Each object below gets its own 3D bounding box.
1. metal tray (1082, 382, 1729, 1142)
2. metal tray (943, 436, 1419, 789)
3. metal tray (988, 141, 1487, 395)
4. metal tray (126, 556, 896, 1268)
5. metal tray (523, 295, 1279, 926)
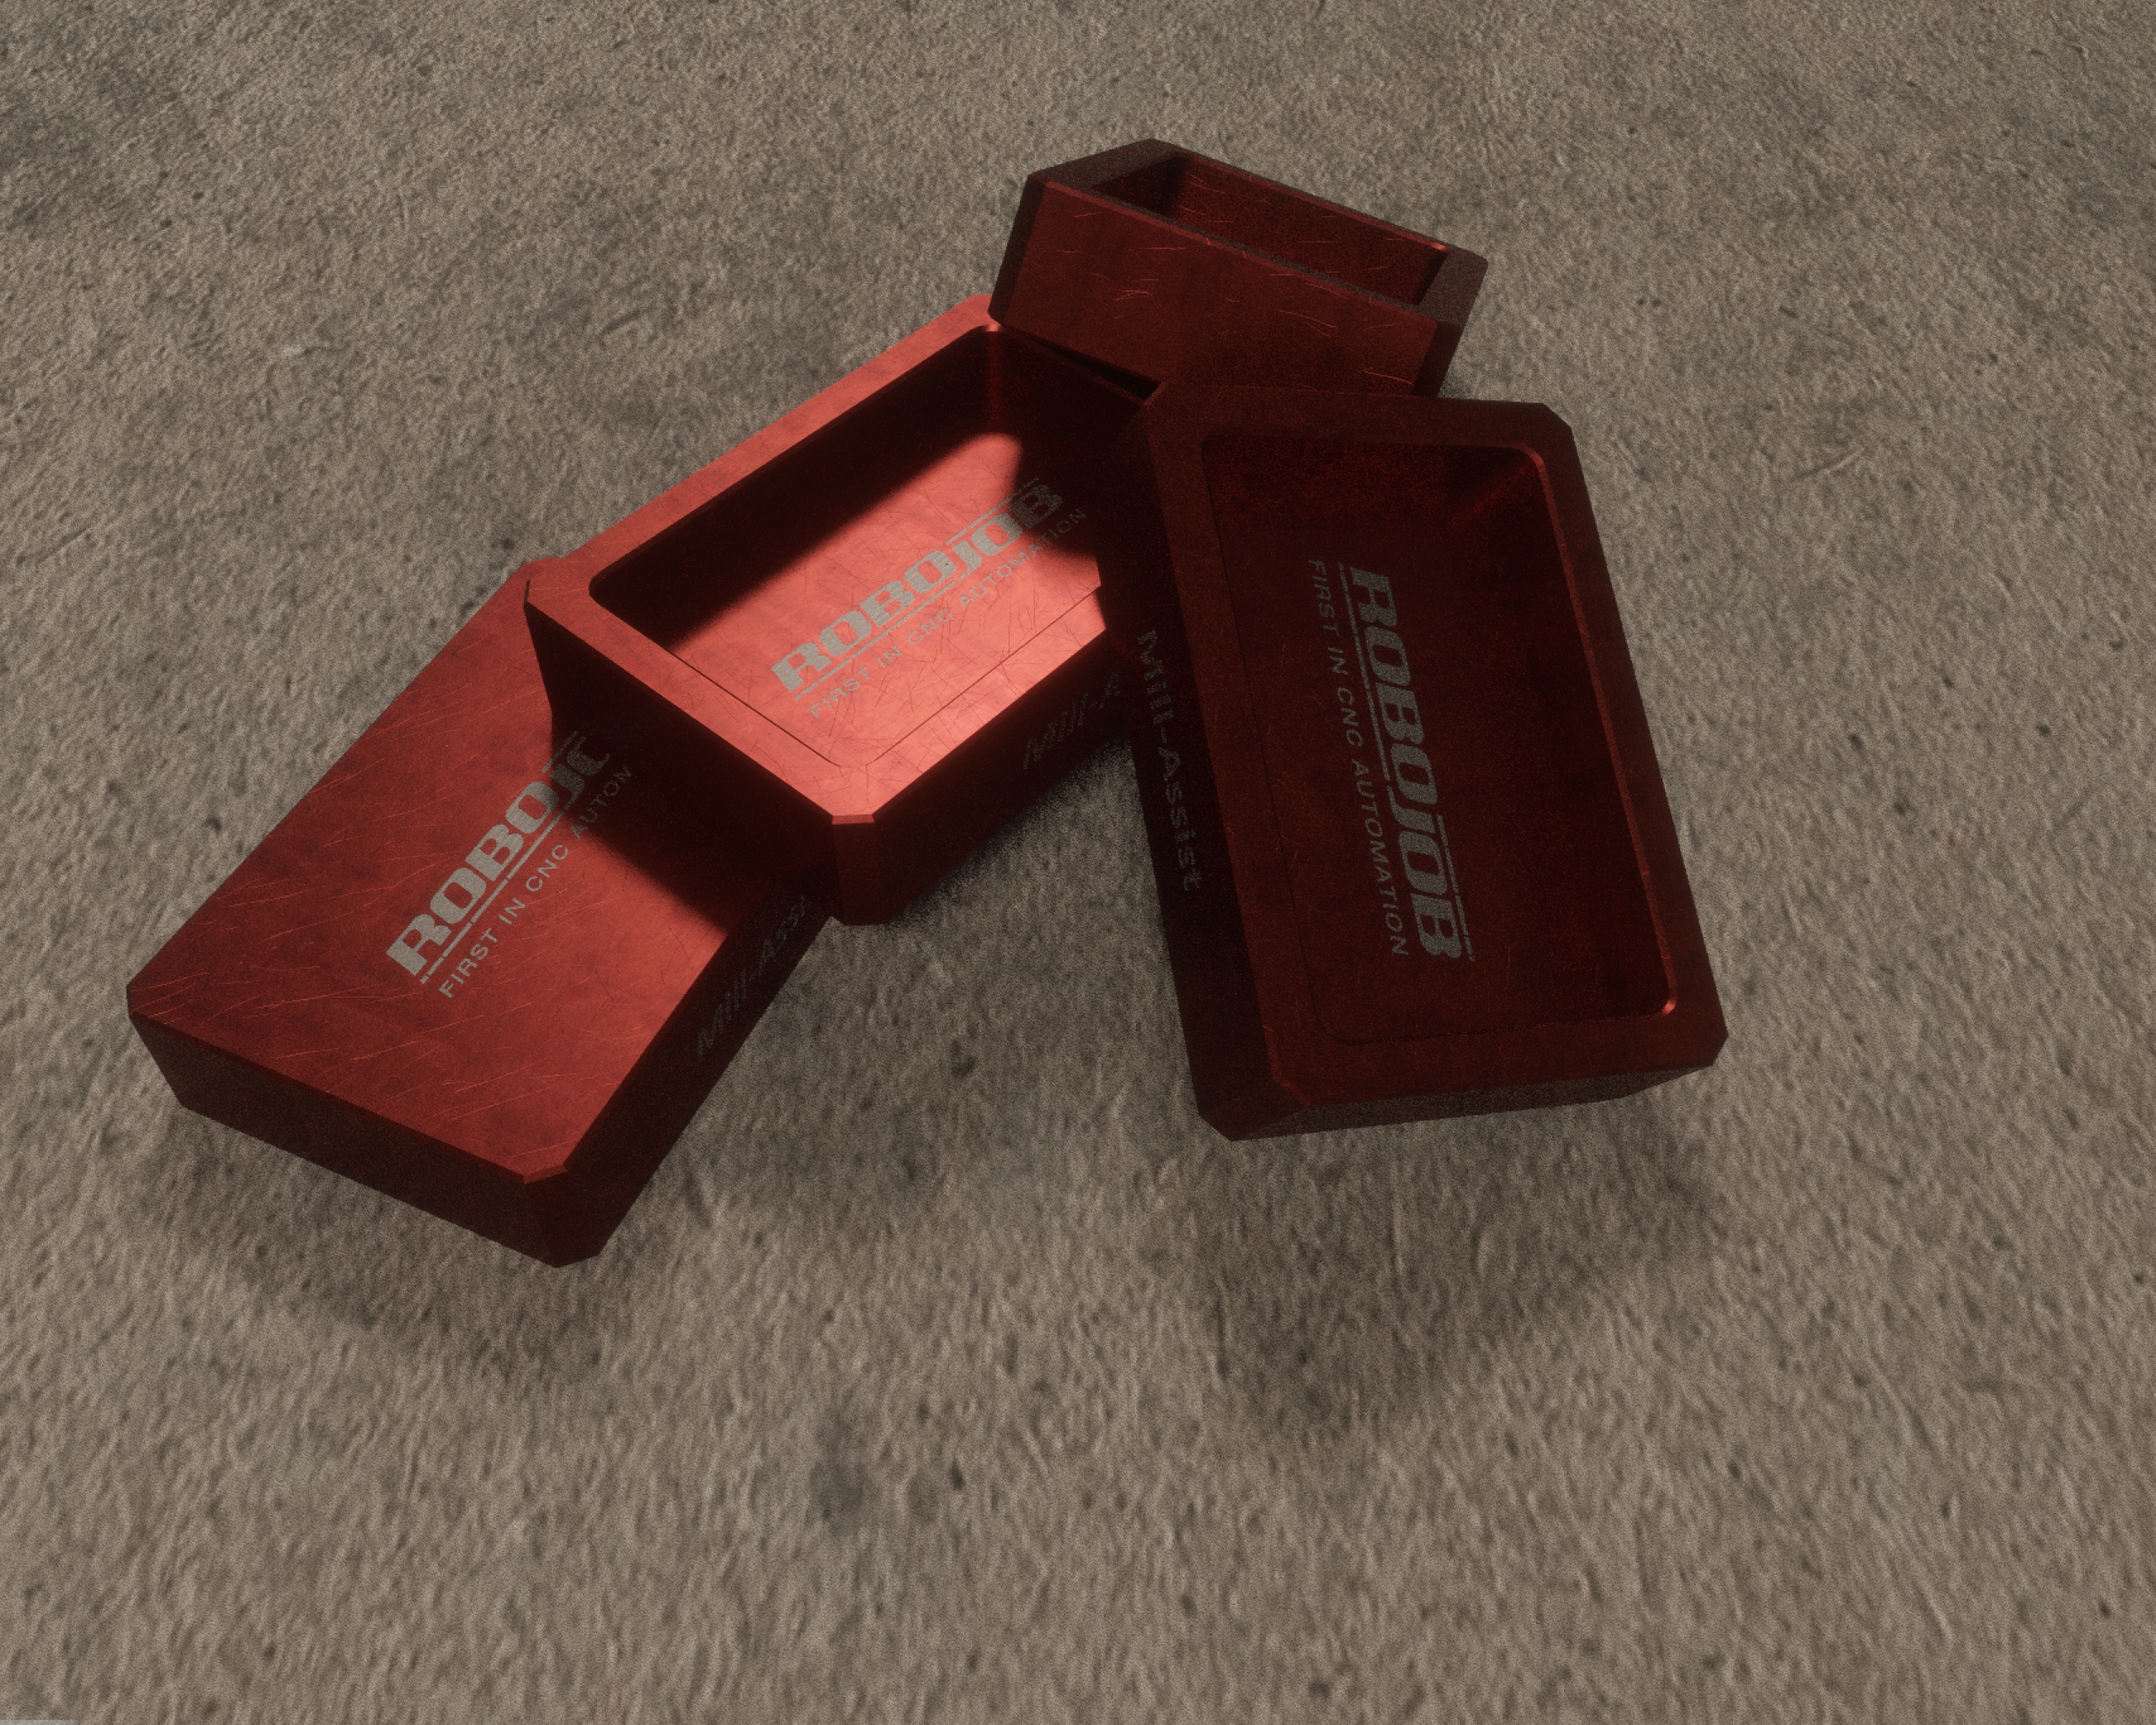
[{"bbox_3d":[0.057,-0.020,0.375,0.091,0.030,0.129,-3,72,-24],"label":"metal tray"},{"bbox_3d":[0.033,-0.070,0.460,0.130,0.030,0.090,21,53,16],"label":"metal tray"},{"bbox_3d":[0.041,-0.129,0.466,0.090,0.030,0.130,21,25,4],"label":"metal tray"},{"bbox_3d":[-0.099,0.003,0.397,0.090,0.030,0.130,19,52,15],"label":"metal tray"},{"bbox_3d":[-0.028,-0.055,0.408,0.090,0.030,0.131,34,57,25],"label":"metal tray"}]
